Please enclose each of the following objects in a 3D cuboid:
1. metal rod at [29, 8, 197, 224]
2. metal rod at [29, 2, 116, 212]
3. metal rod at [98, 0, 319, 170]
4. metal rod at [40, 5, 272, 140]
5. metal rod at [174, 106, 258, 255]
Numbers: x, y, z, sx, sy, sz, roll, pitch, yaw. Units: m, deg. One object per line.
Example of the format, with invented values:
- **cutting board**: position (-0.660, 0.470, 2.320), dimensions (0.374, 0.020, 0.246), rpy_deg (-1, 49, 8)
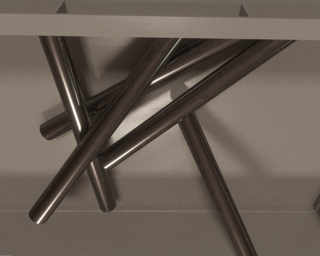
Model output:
- **metal rod**: position (-0.063, -0.001, 0.352), dimensions (0.025, 0.025, 0.299), rpy_deg (32, 106, -24)
- **metal rod**: position (-0.093, 0.004, 0.376), dimensions (0.025, 0.025, 0.298), rpy_deg (-4, 130, 3)
- **metal rod**: position (0.048, -0.040, 0.351), dimensions (0.300, 0.025, 0.025), rpy_deg (-35, 123, 17)
- **metal rod**: position (-0.021, -0.054, 0.362), dimensions (0.300, 0.025, 0.025), rpy_deg (-25, 126, 19)
- **metal rod**: position (0.086, 0.100, 0.415), dimensions (0.025, 0.025, 0.299), rpy_deg (-22, 102, 17)
